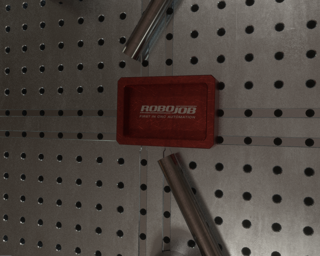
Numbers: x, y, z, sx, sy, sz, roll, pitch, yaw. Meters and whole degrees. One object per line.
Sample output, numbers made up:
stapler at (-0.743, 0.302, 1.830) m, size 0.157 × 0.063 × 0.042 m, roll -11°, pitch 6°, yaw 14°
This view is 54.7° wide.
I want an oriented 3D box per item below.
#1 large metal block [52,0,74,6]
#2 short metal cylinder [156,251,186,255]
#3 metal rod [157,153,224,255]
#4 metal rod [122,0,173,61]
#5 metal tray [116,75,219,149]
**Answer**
large metal block at (-0.156, -0.231, 0.437) m, size 0.050 × 0.080 × 0.080 m, roll 22°, pitch 97°, yaw 18°
short metal cylinder at (0.010, 0.206, 0.395) m, size 0.080 × 0.050 × 0.079 m, roll 0°, pitch 90°, yaw 19°
metal rod at (0.072, 0.172, 0.386) m, size 0.025 × 0.025 × 0.299 m, roll -28°, pitch 81°, yaw 17°
metal rod at (0.037, -0.223, 0.398) m, size 0.025 × 0.025 × 0.299 m, roll 36°, pitch 101°, yaw 16°
metal tray at (0.009, -0.021, 0.405) m, size 0.130 × 0.030 × 0.089 m, roll 2°, pitch 91°, yaw 19°
